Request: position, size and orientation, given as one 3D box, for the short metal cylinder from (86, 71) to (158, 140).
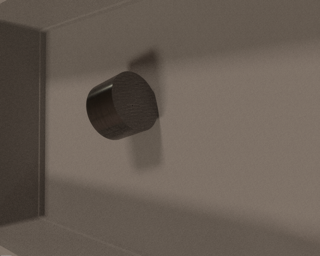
[{"bbox_3d":[-0.049,-0.028,0.409,0.050,0.081,0.080,-19,78,38],"label":"short metal cylinder"}]
